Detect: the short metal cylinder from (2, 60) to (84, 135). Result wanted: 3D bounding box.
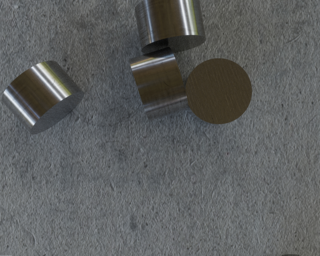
[{"bbox_3d":[-0.142,-0.037,0.381,0.080,0.080,0.050,-41,90,0],"label":"short metal cylinder"}]

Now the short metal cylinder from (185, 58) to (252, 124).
[{"bbox_3d":[0.071,-0.044,0.398,0.081,0.050,0.080,0,90,0],"label":"short metal cylinder"}]

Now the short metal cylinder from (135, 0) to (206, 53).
[{"bbox_3d":[0.013,-0.126,0.382,0.080,0.080,0.050,-9,90,0],"label":"short metal cylinder"}]

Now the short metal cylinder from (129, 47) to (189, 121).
[{"bbox_3d":[-0.001,-0.054,0.382,0.050,0.080,0.080,-18,90,0],"label":"short metal cylinder"}]
